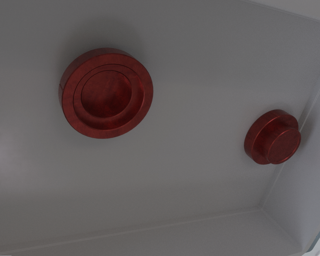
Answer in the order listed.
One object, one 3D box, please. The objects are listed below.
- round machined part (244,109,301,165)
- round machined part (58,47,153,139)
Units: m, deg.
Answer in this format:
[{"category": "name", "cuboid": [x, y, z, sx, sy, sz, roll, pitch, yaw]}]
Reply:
[{"category": "round machined part", "cuboid": [0.194, 0.022, 0.516, 0.099, 0.042, 0.097, -14, 124, -21]}, {"category": "round machined part", "cuboid": [-0.061, -0.040, 0.340, 0.099, 0.042, 0.097, -14, 124, -21]}]
